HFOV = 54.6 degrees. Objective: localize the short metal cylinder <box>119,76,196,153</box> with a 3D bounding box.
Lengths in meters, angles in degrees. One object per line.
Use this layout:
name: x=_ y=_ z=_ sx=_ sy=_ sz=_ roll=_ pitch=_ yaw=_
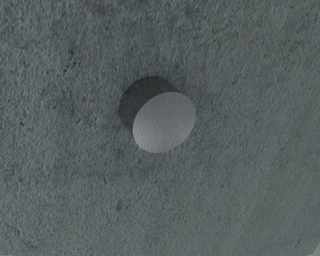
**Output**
short metal cylinder: x=-0.004 y=-0.017 z=0.377 sx=0.081 sy=0.050 sz=0.080 roll=-14 pitch=124 yaw=-21
